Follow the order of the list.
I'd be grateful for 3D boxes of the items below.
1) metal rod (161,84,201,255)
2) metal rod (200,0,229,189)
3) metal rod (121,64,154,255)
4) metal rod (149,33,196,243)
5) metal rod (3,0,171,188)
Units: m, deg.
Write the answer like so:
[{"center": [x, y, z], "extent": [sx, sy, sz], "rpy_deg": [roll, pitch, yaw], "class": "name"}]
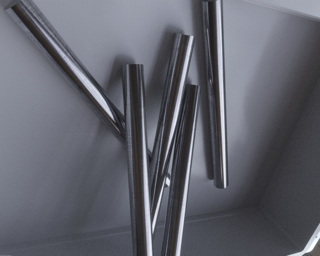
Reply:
[{"center": [0.022, 0.094, 0.396], "extent": [0.025, 0.025, 0.298], "rpy_deg": [8, 88, -32], "class": "metal rod"}, {"center": [0.081, -0.026, 0.435], "extent": [0.025, 0.025, 0.298], "rpy_deg": [-22, 127, -15], "class": "metal rod"}, {"center": [-0.024, 0.077, 0.365], "extent": [0.025, 0.025, 0.298], "rpy_deg": [-6, 97, -26], "class": "metal rod"}, {"center": [0.002, 0.032, 0.401], "extent": [0.025, 0.025, 0.298], "rpy_deg": [1, 109, -29], "class": "metal rod"}, {"center": [-0.059, -0.016, 0.365], "extent": [0.025, 0.025, 0.300], "rpy_deg": [-38, 129, -3], "class": "metal rod"}]
